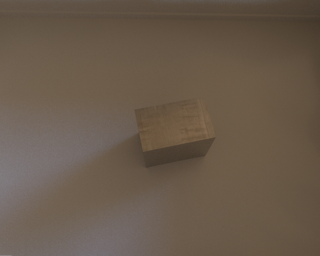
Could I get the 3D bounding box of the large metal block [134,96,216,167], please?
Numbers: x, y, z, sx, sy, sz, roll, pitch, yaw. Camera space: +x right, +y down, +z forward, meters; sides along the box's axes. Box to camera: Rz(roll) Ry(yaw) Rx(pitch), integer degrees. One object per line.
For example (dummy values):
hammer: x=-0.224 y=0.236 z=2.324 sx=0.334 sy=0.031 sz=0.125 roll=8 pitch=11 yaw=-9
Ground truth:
large metal block: x=0.016 y=0.008 z=0.378 sx=0.081 sy=0.080 sz=0.050 roll=-11 pitch=71 yaw=-4
